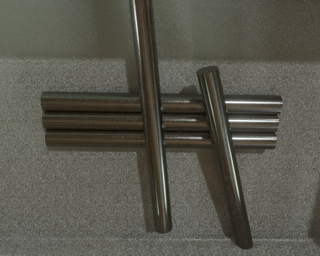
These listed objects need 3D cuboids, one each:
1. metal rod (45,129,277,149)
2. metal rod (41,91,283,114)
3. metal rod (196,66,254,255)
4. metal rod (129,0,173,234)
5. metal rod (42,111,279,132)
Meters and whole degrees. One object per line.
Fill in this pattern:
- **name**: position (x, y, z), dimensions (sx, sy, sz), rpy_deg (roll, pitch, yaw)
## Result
- **metal rod**: position (0.002, 0.014, 0.415), dimensions (0.302, 0.025, 0.025), rpy_deg (1, 110, -1)
- **metal rod**: position (0.003, -0.032, 0.398), dimensions (0.302, 0.025, 0.025), rpy_deg (1, 110, -1)
- **metal rod**: position (0.093, 0.062, 0.413), dimensions (0.025, 0.025, 0.298), rpy_deg (-15, 117, 5)
- **metal rod**: position (-0.008, 0.001, 0.383), dimensions (0.025, 0.025, 0.298), rpy_deg (-5, 110, 1)
- **metal rod**: position (0.002, -0.009, 0.407), dimensions (0.302, 0.025, 0.025), rpy_deg (1, 110, -1)
